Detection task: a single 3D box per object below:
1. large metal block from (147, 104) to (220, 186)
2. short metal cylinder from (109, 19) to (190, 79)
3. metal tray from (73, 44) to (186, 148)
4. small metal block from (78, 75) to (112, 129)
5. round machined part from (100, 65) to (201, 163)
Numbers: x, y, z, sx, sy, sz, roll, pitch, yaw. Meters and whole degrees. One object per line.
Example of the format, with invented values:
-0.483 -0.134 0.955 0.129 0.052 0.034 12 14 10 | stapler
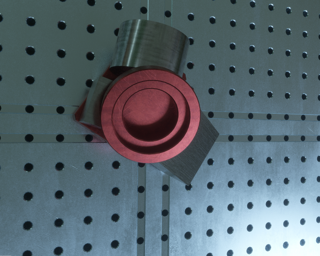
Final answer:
0.020 0.015 0.389 0.080 0.050 0.080 -58 138 -11 | large metal block
-0.011 -0.080 0.348 0.081 0.080 0.050 14 85 -20 | short metal cylinder
-0.037 -0.040 0.398 0.090 0.030 0.130 36 78 -17 | metal tray
-0.067 -0.026 0.342 0.025 0.050 0.050 21 83 -19 | small metal block
-0.011 -0.016 0.321 0.099 0.042 0.097 -3 110 -8 | round machined part
